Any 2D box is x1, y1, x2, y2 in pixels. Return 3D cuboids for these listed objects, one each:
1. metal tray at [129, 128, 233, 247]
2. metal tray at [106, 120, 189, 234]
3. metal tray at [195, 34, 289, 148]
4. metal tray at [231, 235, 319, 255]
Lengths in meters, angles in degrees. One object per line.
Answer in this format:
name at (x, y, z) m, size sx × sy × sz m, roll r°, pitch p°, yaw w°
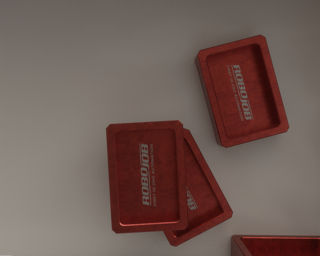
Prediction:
metal tray at (0.025, 0.076, 0.409) m, size 0.090 × 0.030 × 0.130 m, roll -28°, pitch 90°, yaw -1°
metal tray at (-0.015, 0.057, 0.378) m, size 0.091 × 0.030 × 0.129 m, roll -3°, pitch 90°, yaw -1°
metal tray at (0.107, -0.047, 0.410) m, size 0.091 × 0.030 × 0.129 m, roll -15°, pitch 90°, yaw -1°
metal tray at (0.162, 0.163, 0.381) m, size 0.131 × 0.090 × 0.030 m, roll 1°, pitch 90°, yaw -1°
